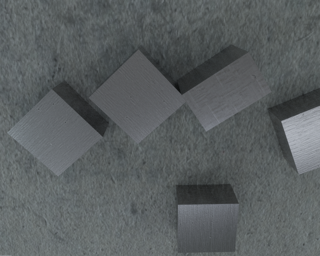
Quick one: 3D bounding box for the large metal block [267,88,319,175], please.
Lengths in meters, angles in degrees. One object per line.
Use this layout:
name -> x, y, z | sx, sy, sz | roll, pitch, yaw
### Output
large metal block -> 0.197, 0.002, 0.400 | 0.080, 0.050, 0.080 | -23, 109, 7

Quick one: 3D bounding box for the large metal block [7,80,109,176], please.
large metal block -> -0.126, 0.000, 0.395 | 0.080, 0.050, 0.080 | -40, 106, 13

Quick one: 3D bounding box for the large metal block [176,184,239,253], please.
large metal block -> 0.065, 0.129, 0.445 | 0.081, 0.050, 0.079 | -1, 110, 0

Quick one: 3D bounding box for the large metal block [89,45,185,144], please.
large metal block -> -0.025, -0.042, 0.381 | 0.080, 0.050, 0.080 | -41, 105, 13

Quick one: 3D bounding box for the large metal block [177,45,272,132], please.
large metal block -> 0.070, -0.050, 0.363 | 0.080, 0.080, 0.050 | -32, 107, 11
